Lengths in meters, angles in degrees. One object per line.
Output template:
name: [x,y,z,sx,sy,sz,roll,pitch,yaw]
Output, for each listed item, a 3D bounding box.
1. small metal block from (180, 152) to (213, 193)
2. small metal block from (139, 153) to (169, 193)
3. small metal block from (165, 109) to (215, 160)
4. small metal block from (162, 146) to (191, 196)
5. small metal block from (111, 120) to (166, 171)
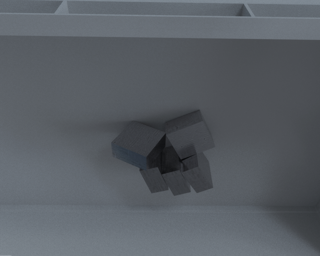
small metal block: [0.051,0.055,0.440,0.025,0.050,0.050,-23,127,18]
small metal block: [-0.008,0.056,0.440,0.025,0.050,0.050,-13,129,11]
small metal block: [0.040,0.009,0.415,0.050,0.025,0.050,-22,127,12]
small metal block: [0.023,0.060,0.444,0.025,0.050,0.050,-16,128,13]
small metal block: [-0.027,0.021,0.399,0.050,0.050,0.025,20,134,20]
